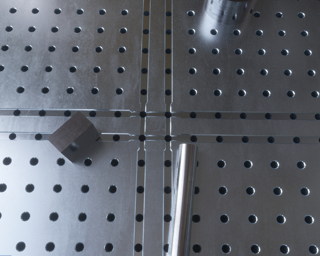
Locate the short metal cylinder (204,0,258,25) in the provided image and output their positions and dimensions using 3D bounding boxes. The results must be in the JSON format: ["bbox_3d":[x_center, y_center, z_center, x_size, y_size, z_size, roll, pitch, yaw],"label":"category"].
[{"bbox_3d":[0.111,-0.208,0.476,0.081,0.050,0.080,0,70,0],"label":"short metal cylinder"}]

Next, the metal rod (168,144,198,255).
[{"bbox_3d":[0.019,0.164,0.352,0.025,0.025,0.299,7,70,2],"label":"metal rod"}]

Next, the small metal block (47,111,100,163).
[{"bbox_3d":[-0.107,0.012,0.393,0.025,0.050,0.050,42,75,13],"label":"small metal block"}]
